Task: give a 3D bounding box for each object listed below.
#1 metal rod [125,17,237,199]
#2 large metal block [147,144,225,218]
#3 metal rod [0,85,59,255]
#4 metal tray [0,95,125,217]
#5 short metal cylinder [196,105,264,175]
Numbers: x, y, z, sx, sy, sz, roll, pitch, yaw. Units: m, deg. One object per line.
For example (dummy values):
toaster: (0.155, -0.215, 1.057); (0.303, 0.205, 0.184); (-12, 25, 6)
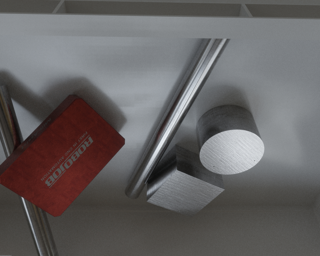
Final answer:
metal rod: (0.012, -0.002, 0.407); (0.025, 0.025, 0.298); (17, 128, -14)
large metal block: (0.036, 0.081, 0.462); (0.080, 0.050, 0.080); (25, 126, -20)
metal rod: (-0.169, 0.093, 0.404); (0.025, 0.025, 0.298); (-9, 104, 7)
metal tray: (-0.118, 0.034, 0.385); (0.130, 0.030, 0.090); (-49, 123, -10)
short metal cylinder: (0.090, 0.016, 0.408); (0.081, 0.050, 0.079); (0, 130, 0)
